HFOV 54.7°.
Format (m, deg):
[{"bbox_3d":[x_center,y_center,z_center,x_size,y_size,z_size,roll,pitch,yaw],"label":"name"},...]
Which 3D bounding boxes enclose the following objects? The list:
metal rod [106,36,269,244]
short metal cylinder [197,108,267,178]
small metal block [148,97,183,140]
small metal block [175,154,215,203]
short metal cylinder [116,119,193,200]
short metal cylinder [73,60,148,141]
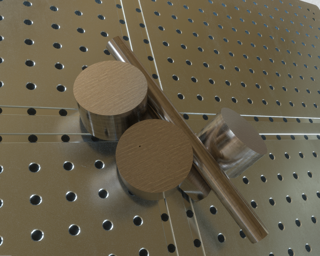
[{"bbox_3d":[0.027,0.006,0.382,0.025,0.025,0.299,-29,77,-37],"label":"metal rod"},{"bbox_3d":[0.094,0.019,0.410,0.080,0.050,0.080,32,29,-20],"label":"short metal cylinder"},{"bbox_3d":[-0.005,-0.011,0.408,0.050,0.025,0.050,40,51,-1],"label":"small metal block"},{"bbox_3d":[0.045,0.057,0.393,0.050,0.025,0.050,42,51,1],"label":"small metal block"},{"bbox_3d":[-0.007,0.036,0.344,0.081,0.050,0.080,1,68,-3],"label":"short metal cylinder"},{"bbox_3d":[-0.055,-0.032,0.360,0.081,0.050,0.080,2,56,-2],"label":"short metal cylinder"}]
